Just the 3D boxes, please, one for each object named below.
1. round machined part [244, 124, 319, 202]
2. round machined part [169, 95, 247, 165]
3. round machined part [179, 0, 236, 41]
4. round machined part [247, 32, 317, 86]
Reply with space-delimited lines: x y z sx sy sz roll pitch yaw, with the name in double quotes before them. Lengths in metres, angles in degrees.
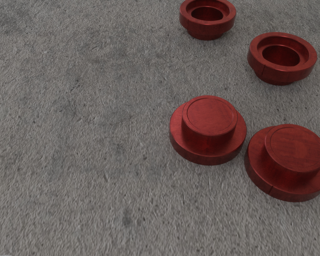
"round machined part" 0.153 0.034 0.365 0.099 0.042 0.098 0 50 0
"round machined part" 0.061 -0.004 0.396 0.099 0.042 0.098 0 50 0
"round machined part" 0.083 -0.194 0.555 0.099 0.042 0.098 0 50 0
"round machined part" 0.185 -0.103 0.480 0.099 0.042 0.098 0 50 0
